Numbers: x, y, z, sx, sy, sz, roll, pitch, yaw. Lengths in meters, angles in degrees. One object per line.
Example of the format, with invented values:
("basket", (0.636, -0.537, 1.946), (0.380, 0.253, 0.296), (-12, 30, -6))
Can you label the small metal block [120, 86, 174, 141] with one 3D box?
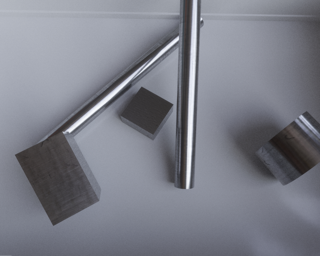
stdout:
("small metal block", (-0.017, -0.019, 0.417), (0.050, 0.025, 0.050), (30, 73, 10))

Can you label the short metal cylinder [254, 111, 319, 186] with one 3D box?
("short metal cylinder", (0.162, 0.025, 0.374), (0.080, 0.080, 0.050), (-35, 74, -12))

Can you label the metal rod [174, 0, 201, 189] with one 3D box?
("metal rod", (0.034, -0.076, 0.374), (0.025, 0.025, 0.298), (2, 95, 0))

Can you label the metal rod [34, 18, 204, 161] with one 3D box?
("metal rod", (-0.050, -0.065, 0.432), (0.301, 0.025, 0.025), (-43, 76, -14))

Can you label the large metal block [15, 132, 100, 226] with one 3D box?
("large metal block", (-0.109, 0.052, 0.348), (0.050, 0.080, 0.080), (-28, 92, -10))
